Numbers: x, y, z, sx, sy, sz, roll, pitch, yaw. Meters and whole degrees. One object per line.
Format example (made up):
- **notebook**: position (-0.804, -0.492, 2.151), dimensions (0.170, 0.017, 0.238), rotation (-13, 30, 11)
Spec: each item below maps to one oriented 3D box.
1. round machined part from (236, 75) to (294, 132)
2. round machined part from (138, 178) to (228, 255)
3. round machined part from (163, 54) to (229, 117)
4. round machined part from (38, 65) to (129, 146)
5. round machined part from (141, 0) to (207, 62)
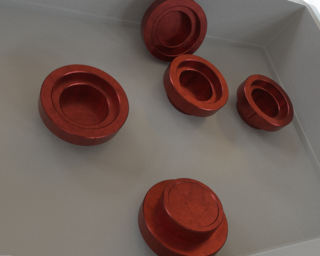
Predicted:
- **round machined part**: position (0.166, -0.036, 0.509), dimensions (0.099, 0.042, 0.098), rotation (14, 56, -21)
- **round machined part**: position (0.029, 0.093, 0.336), dimensions (0.099, 0.042, 0.098), rotation (14, 38, -11)
- **round machined part**: position (0.049, -0.058, 0.458), dimensions (0.099, 0.042, 0.098), rotation (14, 56, -21)
- **round machined part**: position (-0.090, -0.022, 0.361), dimensions (0.099, 0.042, 0.098), rotation (14, 56, -21)
- **round machined part**: position (0.018, -0.153, 0.470), dimensions (0.099, 0.097, 0.042), rotation (5, 36, -26)
